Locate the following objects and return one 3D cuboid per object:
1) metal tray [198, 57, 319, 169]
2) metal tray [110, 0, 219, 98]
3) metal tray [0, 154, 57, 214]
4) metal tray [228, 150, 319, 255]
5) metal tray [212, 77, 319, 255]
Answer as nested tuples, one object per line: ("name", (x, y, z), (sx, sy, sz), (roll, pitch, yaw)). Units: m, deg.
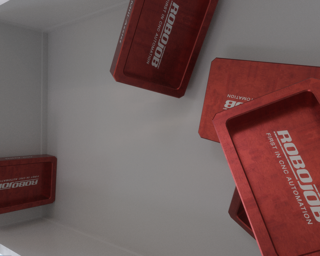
("metal tray", (0.108, -0.020, 0.315), (0.130, 0.030, 0.089), (16, 100, 38))
("metal tray", (0.004, -0.108, 0.359), (0.030, 0.091, 0.129), (-128, 54, -63))
("metal tray", (-0.249, 0.097, 0.545), (0.030, 0.131, 0.089), (6, 94, 40))
("metal tray", (0.124, 0.090, 0.271), (0.130, 0.030, 0.089), (40, 149, 32))
("metal tray", (0.103, 0.033, 0.233), (0.090, 0.030, 0.130), (-21, 59, 11))
